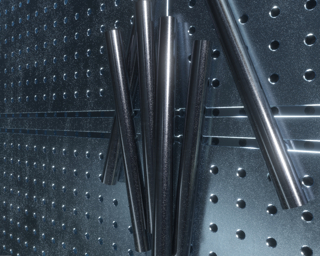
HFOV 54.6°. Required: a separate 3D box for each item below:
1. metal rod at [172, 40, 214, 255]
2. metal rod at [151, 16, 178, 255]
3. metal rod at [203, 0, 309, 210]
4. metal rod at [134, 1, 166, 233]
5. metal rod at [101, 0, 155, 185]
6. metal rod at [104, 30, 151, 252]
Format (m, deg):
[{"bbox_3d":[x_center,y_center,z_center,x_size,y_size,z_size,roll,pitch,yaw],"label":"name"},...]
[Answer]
[{"bbox_3d":[0.036,0.046,0.380,0.025,0.025,0.298,10,96,39],"label":"metal rod"},{"bbox_3d":[0.006,0.009,0.389,0.025,0.025,0.299,-3,84,40],"label":"metal rod"},{"bbox_3d":[0.089,-0.064,0.336,0.025,0.025,0.299,-27,73,37],"label":"metal rod"},{"bbox_3d":[-0.013,-0.012,0.408,0.025,0.025,0.298,-2,93,40],"label":"metal rod"},{"bbox_3d":[-0.045,-0.061,0.447,0.025,0.025,0.298,21,103,38],"label":"metal rod"},{"bbox_3d":[-0.043,0.019,0.425,0.025,0.025,0.298,-7,92,40],"label":"metal rod"}]
